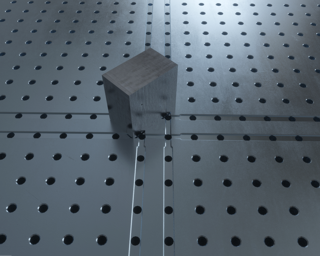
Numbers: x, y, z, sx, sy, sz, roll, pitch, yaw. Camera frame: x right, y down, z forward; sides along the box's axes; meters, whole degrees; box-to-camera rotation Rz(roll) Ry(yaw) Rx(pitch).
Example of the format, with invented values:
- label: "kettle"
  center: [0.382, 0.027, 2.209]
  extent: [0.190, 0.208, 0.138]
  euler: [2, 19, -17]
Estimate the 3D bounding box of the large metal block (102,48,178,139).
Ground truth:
- label: "large metal block"
  center: [-0.024, -0.046, 0.410]
  extent: [0.080, 0.080, 0.050]
  euler: [-37, 59, -27]
